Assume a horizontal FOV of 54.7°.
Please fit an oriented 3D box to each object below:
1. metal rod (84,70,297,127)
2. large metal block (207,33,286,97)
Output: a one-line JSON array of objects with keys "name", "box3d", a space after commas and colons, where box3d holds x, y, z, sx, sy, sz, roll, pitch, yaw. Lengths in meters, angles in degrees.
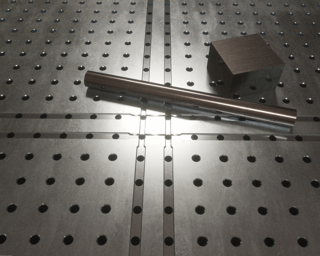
[{"name": "metal rod", "box3d": [0.036, -0.044, 0.444, 0.301, 0.025, 0.025, 12, 51, 9]}, {"name": "large metal block", "box3d": [0.127, -0.095, 0.473, 0.081, 0.050, 0.080, -13, 51, -11]}]
